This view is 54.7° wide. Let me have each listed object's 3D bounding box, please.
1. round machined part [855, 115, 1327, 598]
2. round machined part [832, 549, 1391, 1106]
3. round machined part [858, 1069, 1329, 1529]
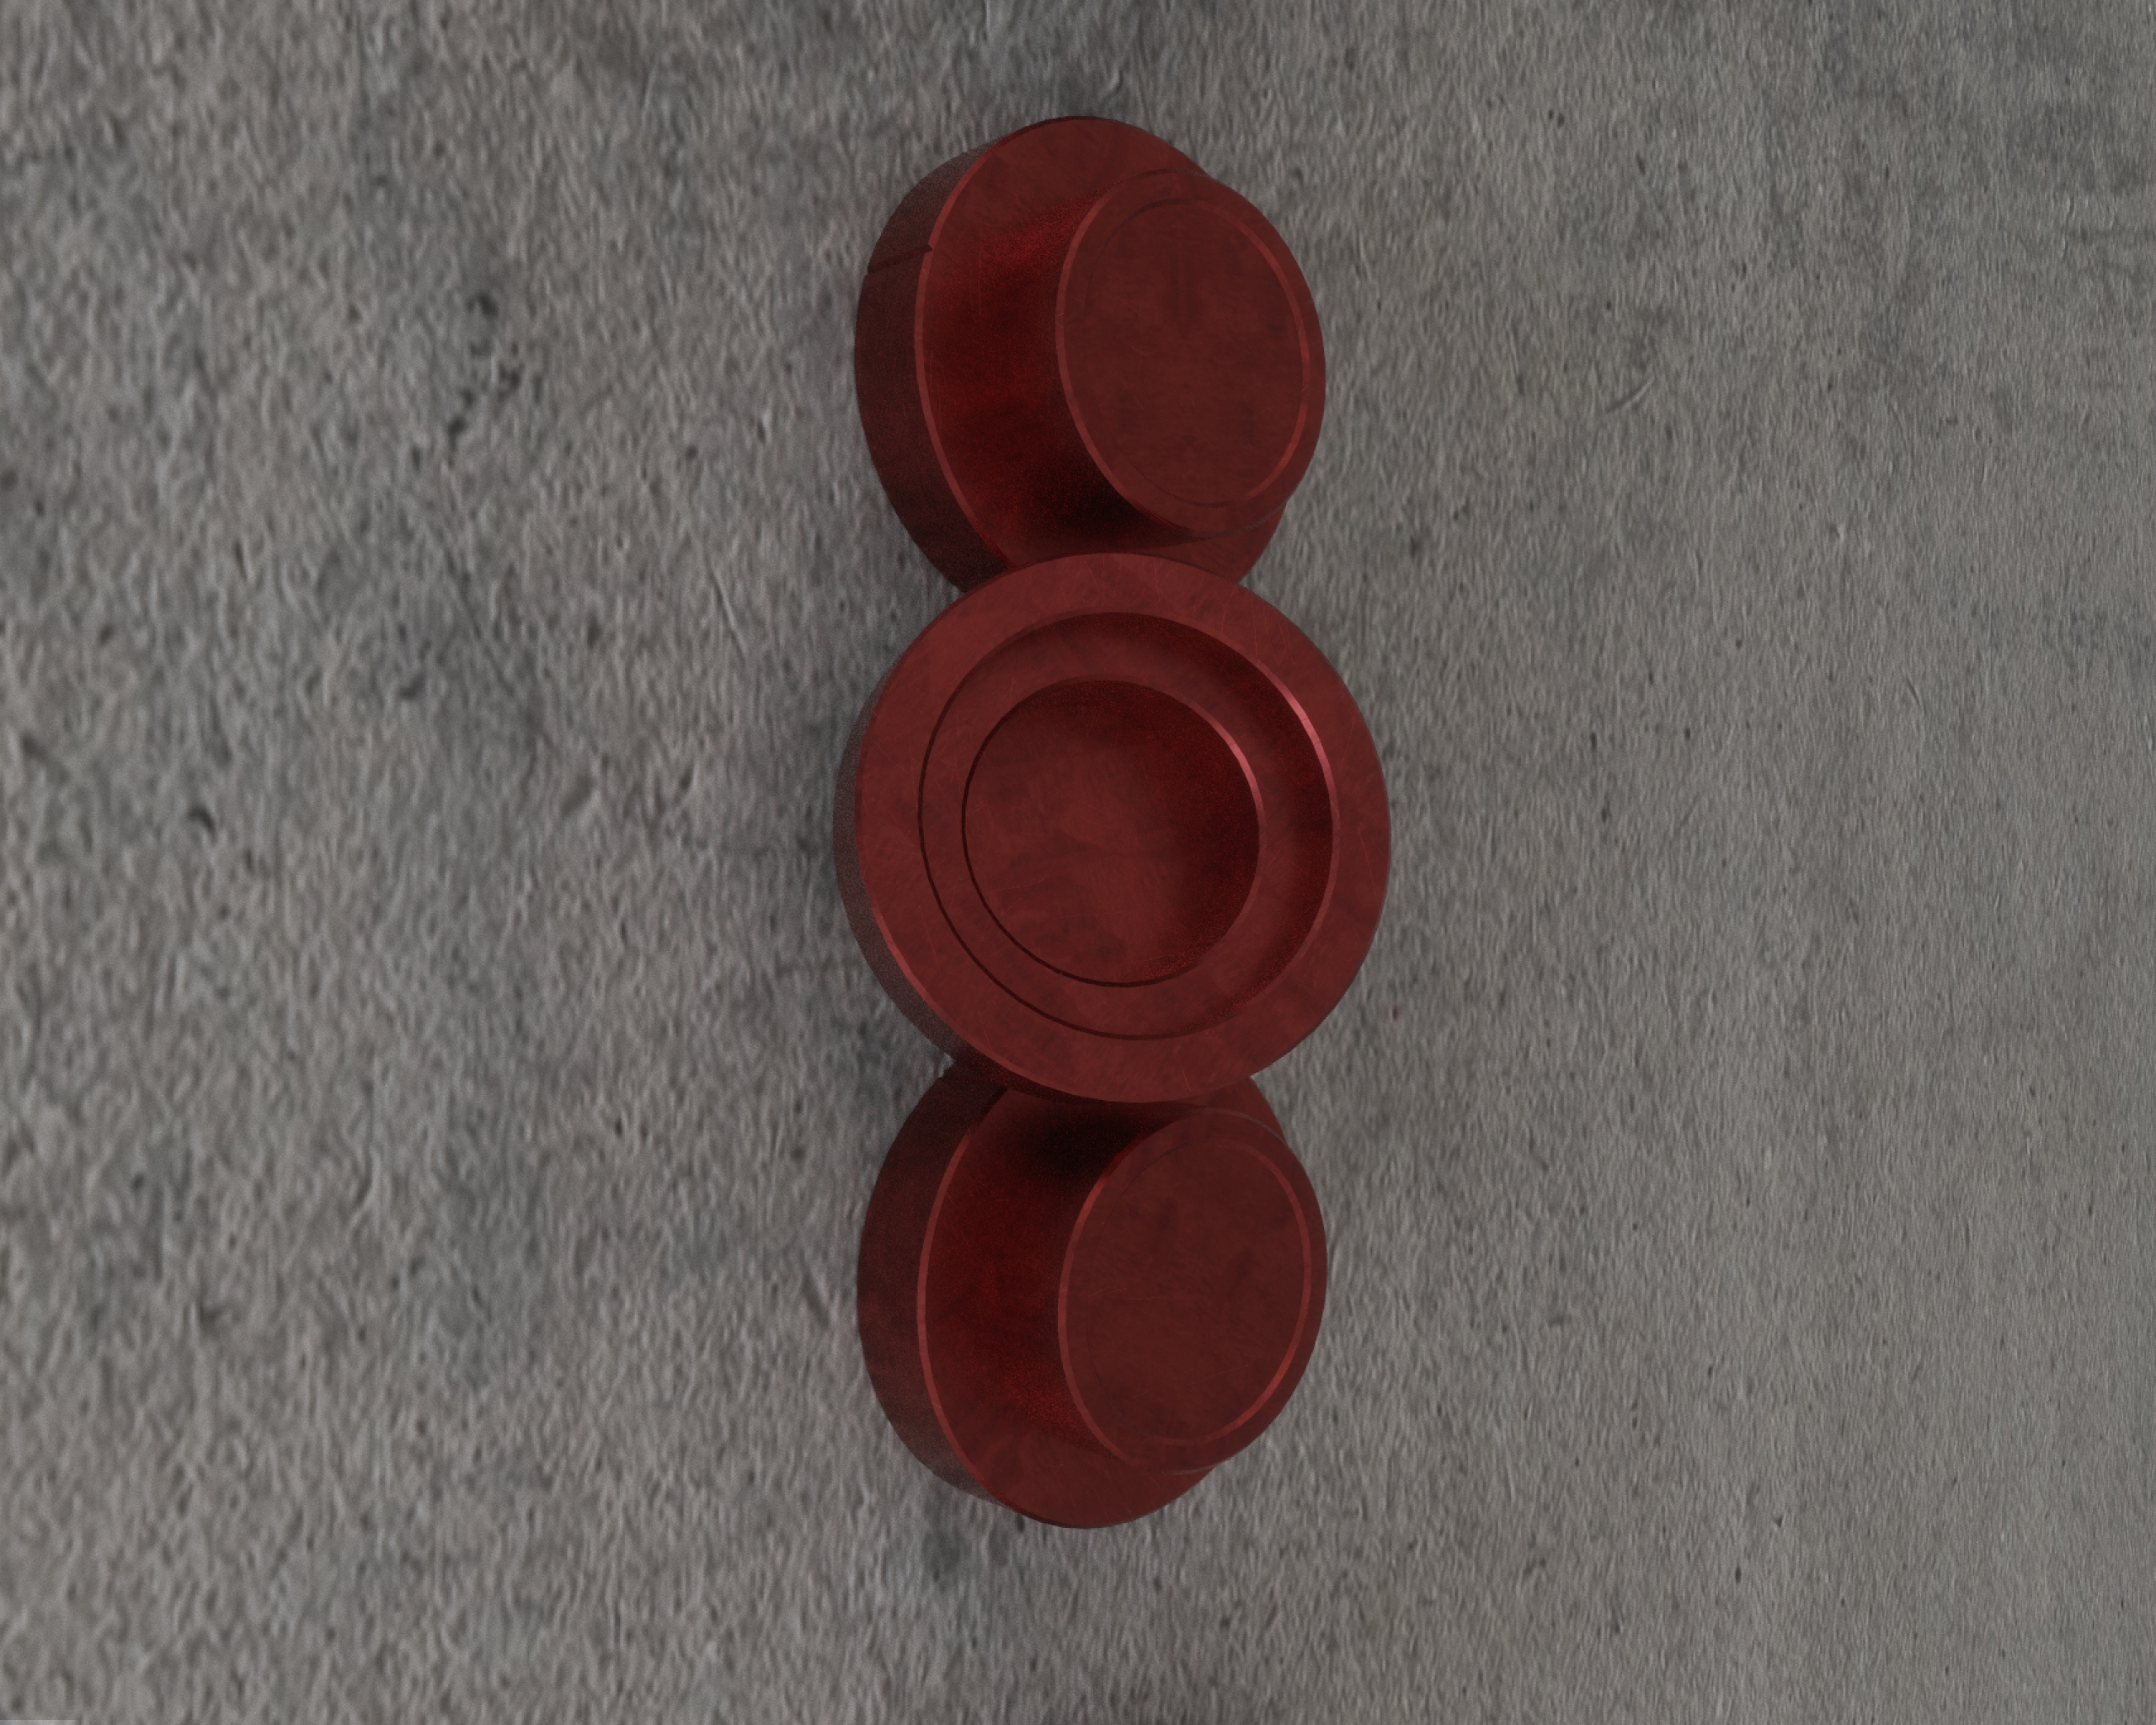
[{"bbox_3d":[0.010,-0.094,0.401,0.099,0.042,0.097,0,90,-40],"label":"round machined part"},{"bbox_3d":[0.004,-0.004,0.382,0.099,0.042,0.098,3,80,-17],"label":"round machined part"},{"bbox_3d":[0.010,0.079,0.402,0.099,0.042,0.097,0,91,-40],"label":"round machined part"}]
